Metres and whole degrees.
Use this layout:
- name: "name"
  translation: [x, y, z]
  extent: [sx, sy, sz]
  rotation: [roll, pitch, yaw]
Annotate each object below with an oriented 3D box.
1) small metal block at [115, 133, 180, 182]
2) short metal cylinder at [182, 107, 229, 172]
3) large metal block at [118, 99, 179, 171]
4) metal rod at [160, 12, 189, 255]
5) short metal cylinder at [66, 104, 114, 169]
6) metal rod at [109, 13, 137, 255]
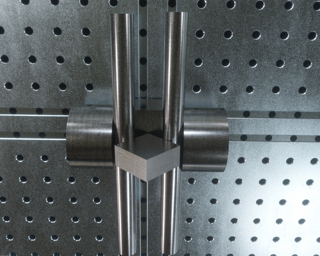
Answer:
- name: "small metal block"
  translation: [-0.014, 0.030, 0.340]
  extent: [0.050, 0.050, 0.025]
  rotation: [19, 117, 40]
- name: "short metal cylinder"
  translation: [0.052, 0.014, 0.385]
  extent: [0.050, 0.080, 0.079]
  rotation: [1, 110, 0]
- name: "large metal block"
  translation: [-0.014, 0.008, 0.399]
  extent: [0.081, 0.050, 0.079]
  rotation: [1, 110, -1]
- name: "metal rod"
  translation: [0.014, 0.022, 0.365]
  extent: [0.025, 0.025, 0.298]
  rotation: [1, 110, -1]
- name: "short metal cylinder"
  translation: [-0.080, 0.010, 0.383]
  extent: [0.050, 0.080, 0.079]
  rotation: [1, 110, -1]
- name: "metal rod"
  translation: [-0.041, 0.024, 0.365]
  extent: [0.025, 0.025, 0.298]
  rotation: [1, 110, -1]
